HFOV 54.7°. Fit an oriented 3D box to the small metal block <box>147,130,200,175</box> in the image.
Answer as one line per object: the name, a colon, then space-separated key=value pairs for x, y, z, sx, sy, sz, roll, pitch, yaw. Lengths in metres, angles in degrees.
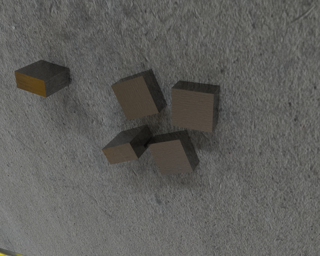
small metal block: x=0.018 y=0.034 z=0.418 sx=0.050 sy=0.025 sz=0.050 roll=-11 pitch=113 yaw=32

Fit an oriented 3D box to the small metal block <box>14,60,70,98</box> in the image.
small metal block: x=-0.163 y=-0.070 z=0.433 sx=0.050 sy=0.050 sz=0.025 roll=19 pitch=126 yaw=17

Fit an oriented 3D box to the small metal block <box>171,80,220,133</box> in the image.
small metal block: x=0.042 y=-0.026 z=0.369 sx=0.050 sy=0.025 sz=0.050 roll=11 pitch=123 yaw=22

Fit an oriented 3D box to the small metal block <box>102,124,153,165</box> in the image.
small metal block: x=-0.043 y=0.023 z=0.427 sx=0.050 sy=0.050 sz=0.025 roll=-15 pitch=111 yaw=34

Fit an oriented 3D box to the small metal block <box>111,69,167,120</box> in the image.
small metal block: x=-0.026 y=-0.042 z=0.395 sx=0.050 sy=0.025 sz=0.050 roll=-12 pitch=113 yaw=33
